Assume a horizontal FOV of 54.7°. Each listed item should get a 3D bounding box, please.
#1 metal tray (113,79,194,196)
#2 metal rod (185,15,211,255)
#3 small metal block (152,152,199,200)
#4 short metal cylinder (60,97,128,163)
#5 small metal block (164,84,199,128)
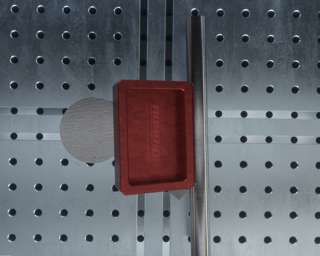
[{"bbox_3d":[-0.008,0.010,0.371,0.091,0.030,0.129,-2,90,-20],"label":"metal tray"},{"bbox_3d":[0.048,0.012,0.389,0.025,0.025,0.298,-1,90,-1],"label":"metal rod"},{"bbox_3d":[0.021,0.059,0.413,0.050,0.025,0.050,39,90,-1],"label":"small metal block"},{"bbox_3d":[-0.081,0.003,0.399,0.081,0.050,0.079,0,90,-1],"label":"short metal cylinder"},{"bbox_3d":[0.031,-0.029,0.414,0.050,0.025,0.050,-15,90,-1],"label":"small metal block"}]
